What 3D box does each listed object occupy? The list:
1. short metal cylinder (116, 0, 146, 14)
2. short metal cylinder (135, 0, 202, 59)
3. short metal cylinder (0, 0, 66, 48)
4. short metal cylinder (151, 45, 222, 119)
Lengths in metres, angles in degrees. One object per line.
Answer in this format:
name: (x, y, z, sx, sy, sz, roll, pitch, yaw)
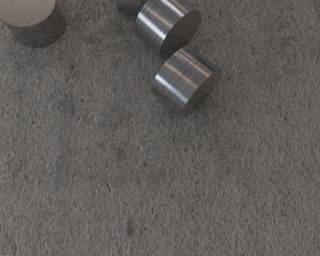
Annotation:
short metal cylinder: (-0.033, -0.209, 0.455, 0.050, 0.080, 0.080, 4, 70, 1)
short metal cylinder: (0.012, -0.143, 0.431, 0.080, 0.080, 0.050, -42, 75, -14)
short metal cylinder: (-0.186, -0.165, 0.454, 0.081, 0.050, 0.080, 0, 70, 0)
short metal cylinder: (0.034, -0.058, 0.400, 0.050, 0.080, 0.080, 41, 75, 13)
